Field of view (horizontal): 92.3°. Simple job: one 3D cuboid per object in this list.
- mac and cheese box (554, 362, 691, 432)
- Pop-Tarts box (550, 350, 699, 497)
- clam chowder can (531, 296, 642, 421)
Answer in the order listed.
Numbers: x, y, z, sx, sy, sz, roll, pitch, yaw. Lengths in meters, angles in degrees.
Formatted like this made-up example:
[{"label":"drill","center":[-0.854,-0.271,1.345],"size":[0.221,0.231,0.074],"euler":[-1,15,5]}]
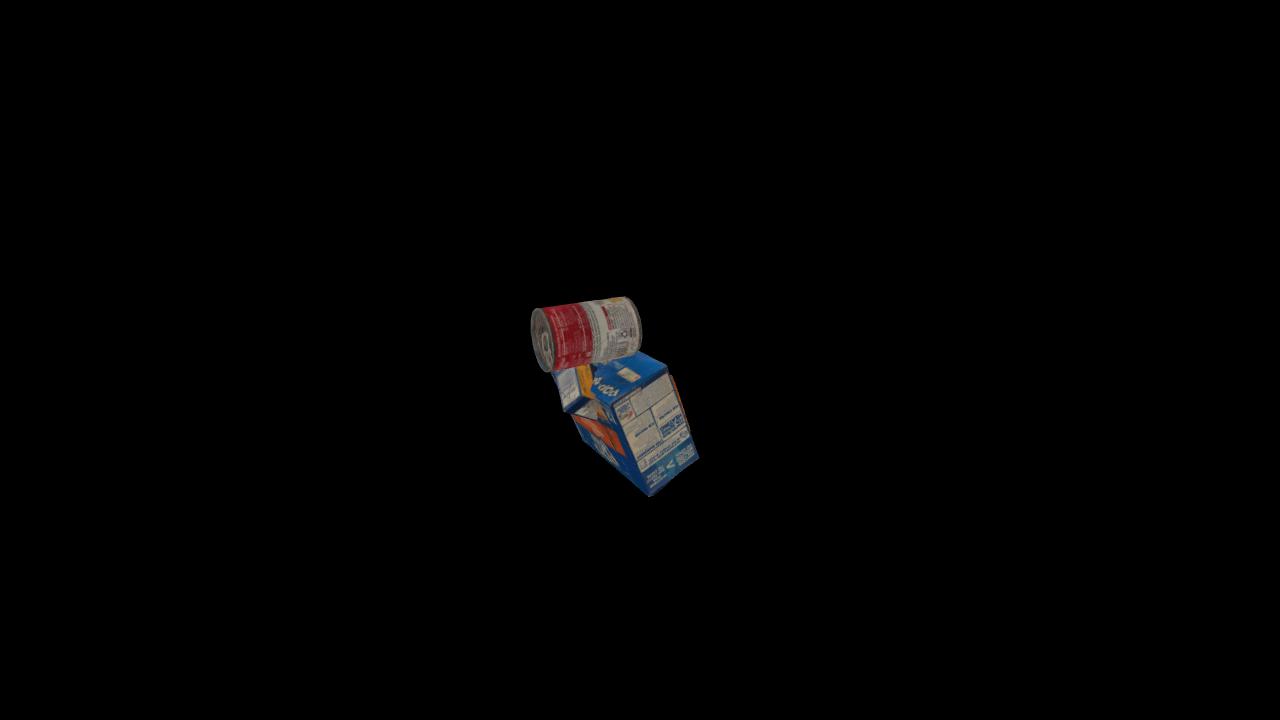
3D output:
[{"label":"mac and cheese box","center":[-0.020,0.038,0.741],"size":[0.041,0.093,0.184],"euler":[-40,-40,27]},{"label":"Pop-Tarts box","center":[-0.025,0.057,0.740],"size":[0.083,0.141,0.167],"euler":[-33,33,-19]},{"label":"clam chowder can","center":[-0.057,-0.029,0.652],"size":[0.102,0.068,0.068],"euler":[-11,5,-25]}]
